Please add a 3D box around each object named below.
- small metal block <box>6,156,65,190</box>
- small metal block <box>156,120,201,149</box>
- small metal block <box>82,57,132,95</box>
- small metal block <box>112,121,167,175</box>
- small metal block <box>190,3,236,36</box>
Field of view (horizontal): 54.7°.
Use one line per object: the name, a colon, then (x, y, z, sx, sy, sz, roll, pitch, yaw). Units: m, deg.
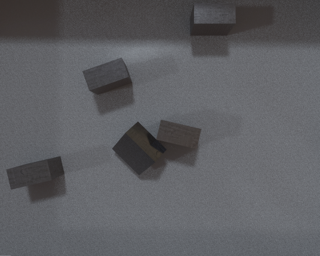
small metal block: (-0.158, 0.056, 0.398, 0.050, 0.050, 0.025, -13, 90, 0)
small metal block: (0.023, 0.007, 0.399, 0.050, 0.050, 0.025, 13, 90, 0)
small metal block: (-0.066, -0.065, 0.398, 0.050, 0.050, 0.025, -19, 90, 0)
small metal block: (-0.027, 0.027, 0.396, 0.050, 0.050, 0.025, 45, 51, 0)
small metal block: (0.066, -0.139, 0.399, 0.050, 0.050, 0.025, 0, 90, 0)
